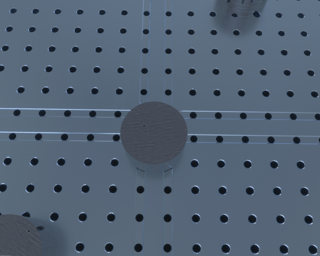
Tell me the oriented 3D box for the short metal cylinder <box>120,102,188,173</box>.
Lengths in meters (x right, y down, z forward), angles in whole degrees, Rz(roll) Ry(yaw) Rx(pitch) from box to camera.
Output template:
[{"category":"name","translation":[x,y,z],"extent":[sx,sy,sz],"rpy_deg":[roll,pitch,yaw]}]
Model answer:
[{"category":"short metal cylinder","translation":[-0.007,0.013,0.394],"extent":[0.081,0.050,0.080],"rpy_deg":[0,70,0]}]

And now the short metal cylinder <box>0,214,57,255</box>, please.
[{"category":"short metal cylinder","translation":[-0.164,0.139,0.346],"extent":[0.081,0.050,0.080],"rpy_deg":[0,70,-1]}]

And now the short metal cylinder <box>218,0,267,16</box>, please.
[{"category":"short metal cylinder","translation":[0.134,-0.223,0.482],"extent":[0.081,0.050,0.080],"rpy_deg":[0,70,0]}]
